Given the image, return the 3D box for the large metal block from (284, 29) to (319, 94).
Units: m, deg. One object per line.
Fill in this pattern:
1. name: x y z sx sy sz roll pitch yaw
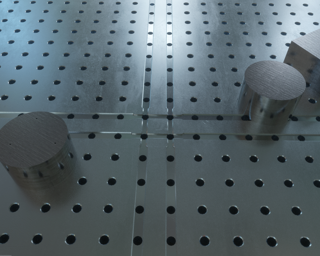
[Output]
1. large metal block: 0.256 -0.107 0.483 0.081 0.050 0.080 -25 55 -20

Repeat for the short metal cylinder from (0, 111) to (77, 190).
1. short metal cylinder: -0.145 0.026 0.368 0.081 0.050 0.080 0 50 0

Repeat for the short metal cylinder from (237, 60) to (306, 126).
1. short metal cylinder: 0.154 -0.050 0.434 0.081 0.050 0.080 0 50 0
